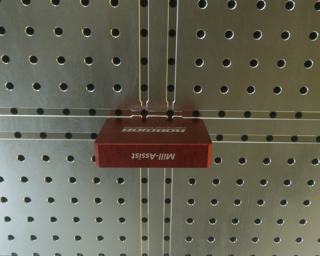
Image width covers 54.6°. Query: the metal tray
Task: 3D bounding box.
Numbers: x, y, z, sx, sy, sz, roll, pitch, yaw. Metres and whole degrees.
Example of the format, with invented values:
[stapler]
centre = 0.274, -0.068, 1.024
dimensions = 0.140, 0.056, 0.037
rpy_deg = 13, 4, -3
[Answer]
[metal tray]
centre = -0.007, 0.016, 0.384
dimensions = 0.131, 0.090, 0.030
rpy_deg = 0, 110, 0
